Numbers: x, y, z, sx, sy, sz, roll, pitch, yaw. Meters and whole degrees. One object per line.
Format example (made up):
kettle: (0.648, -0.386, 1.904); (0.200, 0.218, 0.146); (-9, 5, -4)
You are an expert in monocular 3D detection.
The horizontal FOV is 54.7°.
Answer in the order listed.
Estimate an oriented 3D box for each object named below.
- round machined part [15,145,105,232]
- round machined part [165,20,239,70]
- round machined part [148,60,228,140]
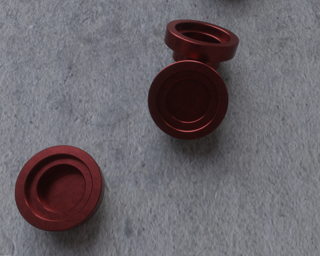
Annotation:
round machined part: (-0.115, 0.073, 0.371); (0.099, 0.042, 0.098); (0, 70, -1)
round machined part: (0.054, -0.111, 0.424); (0.099, 0.042, 0.098); (8, 36, -5)
round machined part: (0.036, -0.036, 0.399); (0.099, 0.042, 0.097); (1, 98, 7)
